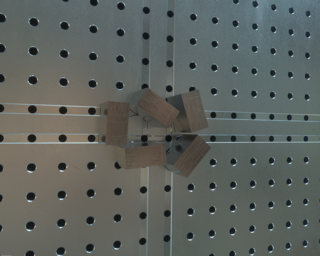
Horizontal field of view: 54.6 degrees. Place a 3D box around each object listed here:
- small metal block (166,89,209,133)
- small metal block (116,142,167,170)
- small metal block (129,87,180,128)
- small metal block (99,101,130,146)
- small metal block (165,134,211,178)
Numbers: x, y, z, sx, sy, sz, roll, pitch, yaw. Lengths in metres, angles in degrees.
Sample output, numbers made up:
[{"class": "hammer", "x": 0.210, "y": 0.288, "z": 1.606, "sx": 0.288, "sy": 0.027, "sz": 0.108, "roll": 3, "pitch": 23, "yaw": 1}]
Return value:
[{"class": "small metal block", "x": 0.035, "y": -0.021, "z": 0.411, "sx": 0.025, "sy": 0.050, "sz": 0.050, "roll": -17, "pitch": 95, "yaw": -19}, {"class": "small metal block", "x": -0.025, "y": 0.034, "z": 0.390, "sx": 0.050, "sy": 0.050, "sz": 0.025, "roll": -5, "pitch": 92, "yaw": -20}, {"class": "small metal block", "x": -0.010, "y": -0.024, "z": 0.395, "sx": 0.050, "sy": 0.050, "sz": 0.025, "roll": 35, "pitch": 80, "yaw": -17}, {"class": "small metal block", "x": -0.057, "y": -0.005, "z": 0.378, "sx": 0.025, "sy": 0.050, "sz": 0.050, "roll": 4, "pitch": 89, "yaw": -20}, {"class": "small metal block", "x": 0.033, "y": 0.035, "z": 0.410, "sx": 0.025, "sy": 0.050, "sz": 0.050, "roll": 44, "pitch": 76, "yaw": -14}]
